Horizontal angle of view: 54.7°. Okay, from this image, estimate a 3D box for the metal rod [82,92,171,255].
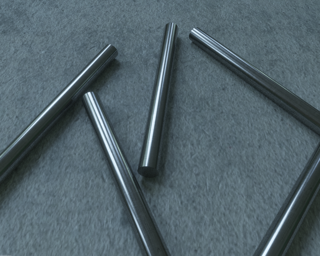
[{"bbox_3d":[-0.037,0.064,0.348,0.025,0.025,0.300,-19,53,-15],"label":"metal rod"}]

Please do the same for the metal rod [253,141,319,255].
[{"bbox_3d":[0.119,0.111,0.311,0.025,0.025,0.301,32,56,23],"label":"metal rod"}]

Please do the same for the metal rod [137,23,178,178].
[{"bbox_3d":[0.003,-0.063,0.455,0.025,0.025,0.300,5,50,4],"label":"metal rod"}]

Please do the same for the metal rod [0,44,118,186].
[{"bbox_3d":[-0.143,-0.022,0.420,0.025,0.025,0.301,20,53,15],"label":"metal rod"}]

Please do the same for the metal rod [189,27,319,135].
[{"bbox_3d":[0.150,-0.072,0.465,0.025,0.025,0.300,-29,56,-23],"label":"metal rod"}]
